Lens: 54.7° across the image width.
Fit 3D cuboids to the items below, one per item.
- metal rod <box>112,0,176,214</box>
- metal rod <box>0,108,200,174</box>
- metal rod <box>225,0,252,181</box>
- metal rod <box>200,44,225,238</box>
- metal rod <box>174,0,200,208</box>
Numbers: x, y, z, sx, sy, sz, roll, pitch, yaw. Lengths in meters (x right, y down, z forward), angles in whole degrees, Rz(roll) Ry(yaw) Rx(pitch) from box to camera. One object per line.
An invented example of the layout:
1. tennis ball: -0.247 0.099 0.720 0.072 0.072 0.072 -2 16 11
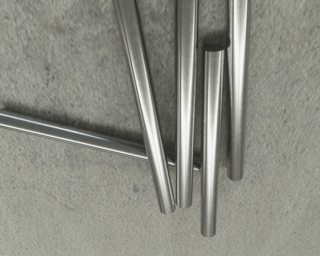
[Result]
1. metal rod: -0.012 -0.004 0.380 0.025 0.025 0.298 -7 123 5
2. metal rod: -0.061 0.024 0.426 0.302 0.025 0.025 14 129 -13
3. metal rod: 0.092 -0.041 0.373 0.025 0.025 0.298 -7 130 5
4. metal rod: 0.067 0.039 0.414 0.025 0.025 0.298 -3 122 2
5. metal rod: 0.031 -0.014 0.375 0.025 0.025 0.298 -2 124 1
